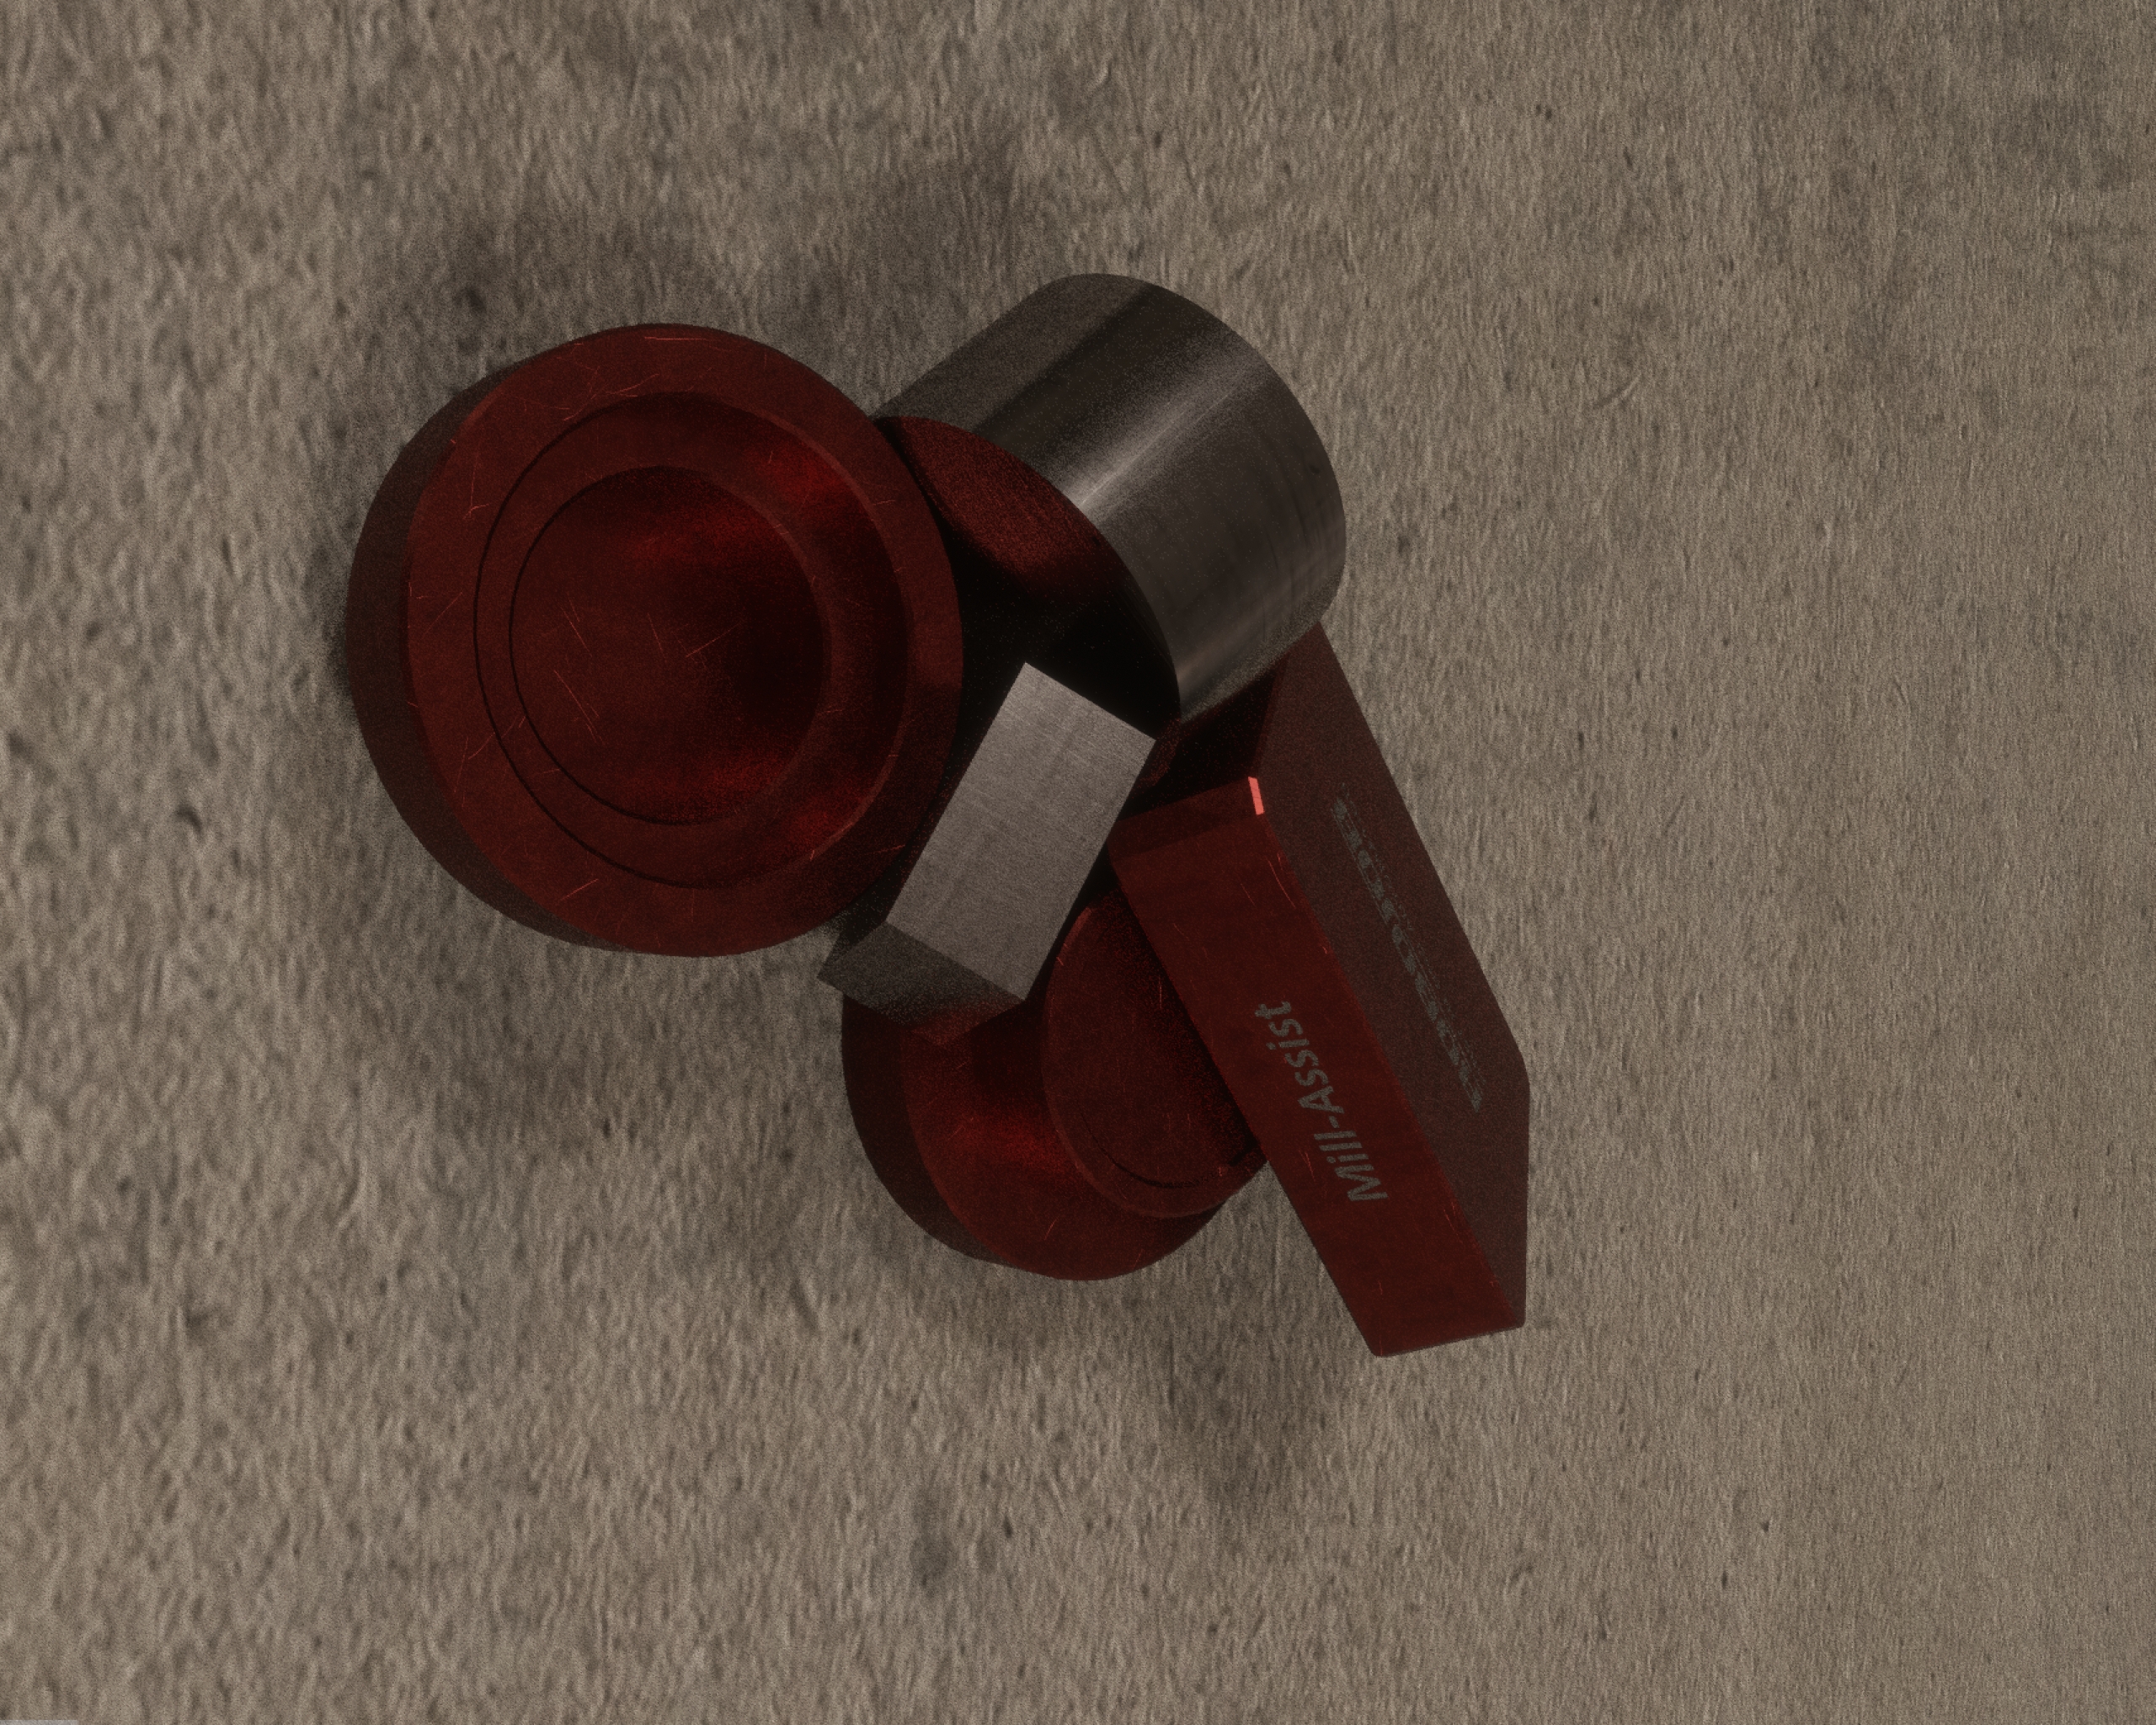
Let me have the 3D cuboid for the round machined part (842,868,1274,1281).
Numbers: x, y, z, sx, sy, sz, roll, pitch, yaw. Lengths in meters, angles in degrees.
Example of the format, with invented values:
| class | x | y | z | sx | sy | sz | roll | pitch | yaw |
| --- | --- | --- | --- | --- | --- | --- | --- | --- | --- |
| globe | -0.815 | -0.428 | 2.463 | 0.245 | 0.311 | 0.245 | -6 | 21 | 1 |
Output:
| class | x | y | z | sx | sy | sz | roll | pitch | yaw |
| --- | --- | --- | --- | --- | --- | --- | --- | --- | --- |
| round machined part | 0.007 | 0.032 | 0.403 | 0.099 | 0.042 | 0.097 | 0 | 90 | -40 |

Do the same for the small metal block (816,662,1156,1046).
| class | x | y | z | sx | sy | sz | roll | pitch | yaw |
| --- | --- | --- | --- | --- | --- | --- | --- | --- | --- |
| small metal block | -0.017 | 0.000 | 0.355 | 0.025 | 0.050 | 0.050 | 31 | 69 | -10 |

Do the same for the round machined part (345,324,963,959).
| class | x | y | z | sx | sy | sz | roll | pitch | yaw |
| --- | --- | --- | --- | --- | --- | --- | --- | --- | --- |
| round machined part | -0.070 | -0.034 | 0.338 | 0.099 | 0.042 | 0.097 | 0 | 90 | -40 |

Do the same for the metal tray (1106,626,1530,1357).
| class | x | y | z | sx | sy | sz | roll | pitch | yaw |
| --- | --- | --- | --- | --- | --- | --- | --- | --- | --- |
| metal tray | 0.053 | 0.022 | 0.421 | 0.130 | 0.030 | 0.090 | 61 | 24 | -22 |

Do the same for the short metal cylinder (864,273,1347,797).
| class | x | y | z | sx | sy | sz | roll | pitch | yaw |
| --- | --- | --- | --- | --- | --- | --- | --- | --- | --- |
| short metal cylinder | 0.000 | -0.057 | 0.373 | 0.050 | 0.080 | 0.080 | -45 | 118 | -31 |
